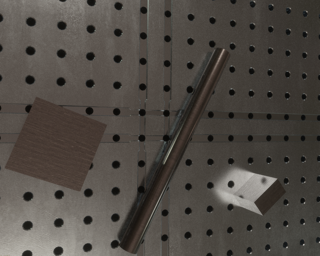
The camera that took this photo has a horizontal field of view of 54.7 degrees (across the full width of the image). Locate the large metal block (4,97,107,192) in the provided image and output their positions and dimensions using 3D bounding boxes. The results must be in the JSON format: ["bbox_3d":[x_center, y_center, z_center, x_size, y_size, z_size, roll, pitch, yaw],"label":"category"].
[{"bbox_3d":[-0.118,0.018,0.356,0.080,0.050,0.080,23,82,-19],"label":"large metal block"}]

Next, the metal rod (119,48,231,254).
[{"bbox_3d":[0.024,0.024,0.422,0.025,0.025,0.299,30,80,-18],"label":"metal rod"}]

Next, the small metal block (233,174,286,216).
[{"bbox_3d":[0.145,0.096,0.455,0.050,0.050,0.025,-39,103,-16],"label":"small metal block"}]
